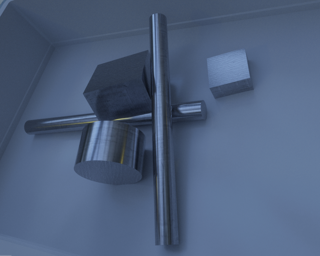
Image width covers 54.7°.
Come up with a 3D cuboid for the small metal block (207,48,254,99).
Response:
[{"bbox_3d":[0.090,-0.070,0.401,0.050,0.025,0.050,-12,57,21],"label":"small metal block"}]

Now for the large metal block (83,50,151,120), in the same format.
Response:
[{"bbox_3d":[-0.049,-0.058,0.430,0.080,0.050,0.080,-13,36,15],"label":"large metal block"}]

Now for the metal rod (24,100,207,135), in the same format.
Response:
[{"bbox_3d":[-0.080,-0.012,0.453,0.301,0.025,0.025,-5,60,25],"label":"metal rod"}]

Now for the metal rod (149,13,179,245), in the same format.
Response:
[{"bbox_3d":[0.002,-0.015,0.382,0.025,0.025,0.299,-11,66,22],"label":"metal rod"}]

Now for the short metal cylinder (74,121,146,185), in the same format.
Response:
[{"bbox_3d":[-0.060,0.033,0.380,0.080,0.080,0.050,-9,58,23],"label":"short metal cylinder"}]
